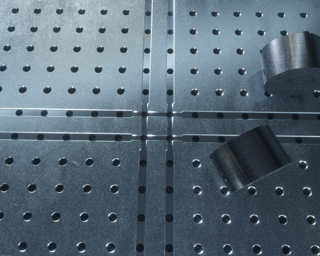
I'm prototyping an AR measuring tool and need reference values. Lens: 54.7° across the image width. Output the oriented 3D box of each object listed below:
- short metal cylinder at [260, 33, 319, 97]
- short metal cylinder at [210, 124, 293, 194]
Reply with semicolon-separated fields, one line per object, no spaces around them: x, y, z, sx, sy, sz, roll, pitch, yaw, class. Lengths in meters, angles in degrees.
0.178;-0.082;0.413;0.081;0.080;0.050;0;70;0;short metal cylinder
0.107;0.038;0.369;0.080;0.080;0.050;-24;72;-9;short metal cylinder
